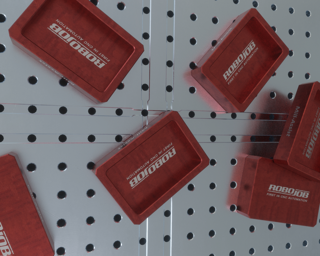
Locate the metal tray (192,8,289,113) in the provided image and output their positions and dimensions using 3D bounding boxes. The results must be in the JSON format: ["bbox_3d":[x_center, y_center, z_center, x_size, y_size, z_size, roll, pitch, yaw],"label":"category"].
[{"bbox_3d":[0.120,-0.097,0.453,0.090,0.030,0.130,44,76,-15],"label":"metal tray"}]

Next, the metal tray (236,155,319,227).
[{"bbox_3d":[0.188,0.098,0.479,0.131,0.030,0.090,13,86,-20],"label":"metal tray"}]

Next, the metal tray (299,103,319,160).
[{"bbox_3d":[0.303,0.020,0.520,0.130,0.030,0.090,47,76,-14],"label":"metal tray"}]

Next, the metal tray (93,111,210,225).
[{"bbox_3d":[-0.009,0.049,0.406,0.131,0.030,0.090,-38,102,-16],"label":"metal tray"}]

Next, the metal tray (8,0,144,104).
[{"bbox_3d":[-0.096,-0.101,0.374,0.130,0.030,0.090,37,78,-16],"label":"metal tray"}]

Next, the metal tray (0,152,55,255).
[{"bbox_3d":[-0.183,0.102,0.343,0.091,0.030,0.129,-21,97,-19],"label":"metal tray"}]

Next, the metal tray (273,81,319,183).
[{"bbox_3d":[0.232,0.008,0.462,0.090,0.030,0.130,25,82,-18],"label":"metal tray"}]
